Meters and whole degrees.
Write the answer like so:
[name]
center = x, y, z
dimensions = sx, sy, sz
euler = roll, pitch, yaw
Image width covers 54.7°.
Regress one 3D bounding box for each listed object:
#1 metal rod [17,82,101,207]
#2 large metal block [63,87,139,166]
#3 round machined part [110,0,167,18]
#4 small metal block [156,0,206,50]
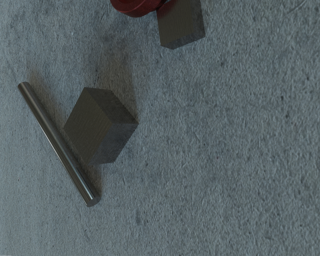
[metal rod]
center = -0.190, 0.016, 0.558
dimensions = 0.300, 0.025, 0.025
euler = 49, 119, 28
[large metal block]
center = -0.090, -0.003, 0.460
dimensions = 0.080, 0.050, 0.080
euler = 49, 119, 28
[round machined part]
center = -0.020, -0.192, 0.404
dimensions = 0.098, 0.042, 0.097
euler = -6, 81, 41
[small metal block]
center = 0.025, -0.131, 0.383
dimensions = 0.050, 0.025, 0.050
euler = -12, 83, 39
